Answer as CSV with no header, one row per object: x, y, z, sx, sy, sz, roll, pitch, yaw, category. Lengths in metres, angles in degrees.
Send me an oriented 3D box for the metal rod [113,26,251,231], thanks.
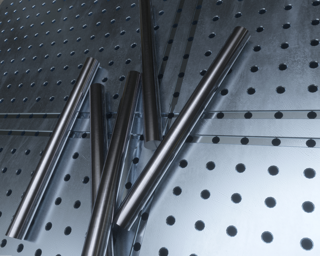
0.034,-0.009,0.395,0.025,0.025,0.300,24,74,36,metal rod

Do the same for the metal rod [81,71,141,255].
-0.057,0.043,0.391,0.025,0.025,0.300,-9,52,23,metal rod

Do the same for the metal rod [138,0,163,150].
-0.017,-0.103,0.479,0.025,0.025,0.299,-17,55,18,metal rod

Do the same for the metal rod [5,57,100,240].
-0.156,0.017,0.477,0.025,0.025,0.300,3,63,29,metal rod

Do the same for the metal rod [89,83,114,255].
-0.080,0.058,0.412,0.025,0.025,0.299,-21,54,15,metal rod
